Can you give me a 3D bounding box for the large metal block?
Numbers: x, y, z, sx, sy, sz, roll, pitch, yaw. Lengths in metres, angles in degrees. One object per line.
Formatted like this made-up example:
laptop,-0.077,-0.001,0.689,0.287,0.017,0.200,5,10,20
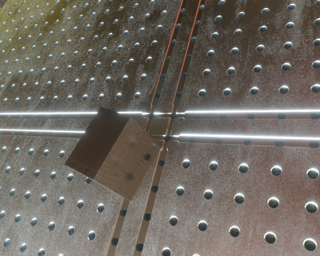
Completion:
large metal block,-0.054,0.033,0.382,0.050,0.080,0.080,18,71,35
